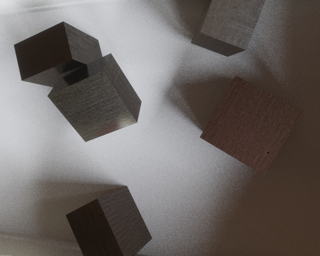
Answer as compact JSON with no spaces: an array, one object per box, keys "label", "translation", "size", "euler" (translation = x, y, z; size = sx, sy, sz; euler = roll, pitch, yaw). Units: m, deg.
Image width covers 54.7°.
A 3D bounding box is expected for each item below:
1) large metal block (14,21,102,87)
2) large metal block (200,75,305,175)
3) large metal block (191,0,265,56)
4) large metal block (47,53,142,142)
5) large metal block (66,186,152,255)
[{"label":"large metal block","translation":[-0.134,-0.095,0.427],"size":[0.080,0.080,0.050],"euler":[-17,83,19]},{"label":"large metal block","translation":[0.106,-0.004,0.360],"size":[0.080,0.050,0.080],"euler":[32,100,17]},{"label":"large metal block","translation":[0.077,-0.130,0.347],"size":[0.050,0.080,0.080],"euler":[20,97,-4]},{"label":"large metal block","translation":[-0.081,-0.038,0.404],"size":[0.080,0.050,0.080],"euler":[-20,123,18]},{"label":"large metal block","translation":[-0.063,0.129,0.402],"size":[0.050,0.080,0.080],"euler":[-30,81,17]}]
